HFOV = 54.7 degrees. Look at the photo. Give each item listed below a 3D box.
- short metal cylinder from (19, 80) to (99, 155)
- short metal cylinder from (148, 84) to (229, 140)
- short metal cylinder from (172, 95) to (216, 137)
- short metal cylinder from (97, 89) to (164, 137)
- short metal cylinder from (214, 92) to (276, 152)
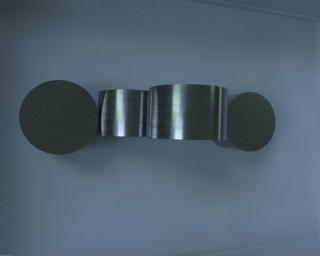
[{"bbox_3d":[-0.114,-0.011,0.353,0.081,0.050,0.080,0,90,-20],"label":"short metal cylinder"},{"bbox_3d":[0.028,-0.014,0.317,0.081,0.080,0.050,2,89,-20],"label":"short metal cylinder"},{"bbox_3d":[0.043,-0.013,0.395,0.081,0.080,0.050,2,89,-20],"label":"short metal cylinder"},{"bbox_3d":[-0.033,-0.016,0.367,0.081,0.080,0.050,2,89,-20],"label":"short metal cylinder"},{"bbox_3d":[0.113,-0.008,0.437,0.081,0.050,0.080,0,90,-20],"label":"short metal cylinder"}]
